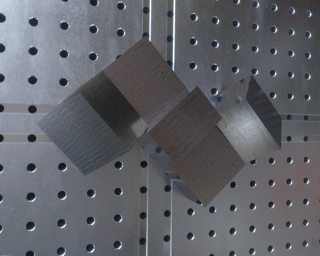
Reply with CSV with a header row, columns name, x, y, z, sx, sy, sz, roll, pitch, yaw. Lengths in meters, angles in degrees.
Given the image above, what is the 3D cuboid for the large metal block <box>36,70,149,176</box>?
name,x,y,z,sx,sy,sz,roll,pitch,yaw
large metal block,-0.075,-0.004,0.348,0.080,0.080,0.050,51,36,-13

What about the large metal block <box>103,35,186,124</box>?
name,x,y,z,sx,sy,sz,roll,pitch,yaw
large metal block,-0.029,-0.054,0.388,0.080,0.050,0.080,-43,104,-14

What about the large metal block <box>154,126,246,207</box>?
name,x,y,z,sx,sy,sz,roll,pitch,yaw
large metal block,0.053,0.045,0.418,0.080,0.050,0.080,-43,102,-15

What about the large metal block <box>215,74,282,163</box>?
name,x,y,z,sx,sy,sz,roll,pitch,yaw
large metal block,0.121,-0.014,0.421,0.080,0.050,0.080,51,35,-14

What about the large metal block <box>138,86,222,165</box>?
name,x,y,z,sx,sy,sz,roll,pitch,yaw
large metal block,0.016,-0.004,0.389,0.080,0.080,0.050,-44,105,-15
